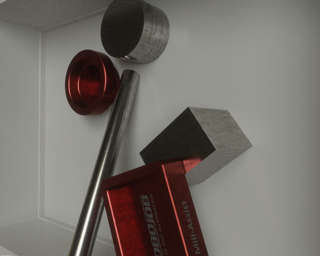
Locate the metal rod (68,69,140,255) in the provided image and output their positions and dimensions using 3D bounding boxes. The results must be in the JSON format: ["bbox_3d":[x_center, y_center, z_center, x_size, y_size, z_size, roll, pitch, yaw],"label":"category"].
[{"bbox_3d":[-0.071,0.058,0.382,0.025,0.025,0.299,-8,59,39],"label":"metal rod"}]

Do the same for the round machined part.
[{"bbox_3d":[-0.099,-0.067,0.475,0.098,0.042,0.097,0,90,39],"label":"round machined part"}]

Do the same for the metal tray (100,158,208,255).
[{"bbox_3d":[-0.006,0.103,0.302,0.090,0.030,0.129,-24,76,36],"label":"metal tray"}]

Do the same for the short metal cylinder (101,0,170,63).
[{"bbox_3d":[-0.034,-0.130,0.417,0.080,0.050,0.079,0,90,39],"label":"short metal cylinder"}]

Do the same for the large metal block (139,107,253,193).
[{"bbox_3d":[0.039,0.023,0.337,0.080,0.081,0.050,-44,64,31],"label":"large metal block"}]
